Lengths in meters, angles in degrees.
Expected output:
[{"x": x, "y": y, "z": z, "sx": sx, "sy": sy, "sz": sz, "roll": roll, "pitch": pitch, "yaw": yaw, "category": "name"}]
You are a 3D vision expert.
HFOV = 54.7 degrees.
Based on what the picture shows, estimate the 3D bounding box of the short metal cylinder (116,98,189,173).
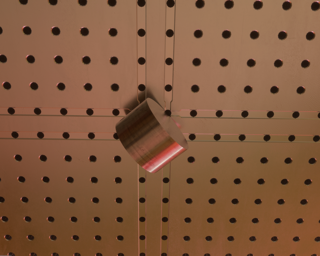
[{"x": -0.009, "y": 0.009, "z": 0.387, "sx": 0.050, "sy": 0.080, "sz": 0.080, "roll": -38, "pitch": 106, "yaw": 13, "category": "short metal cylinder"}]
